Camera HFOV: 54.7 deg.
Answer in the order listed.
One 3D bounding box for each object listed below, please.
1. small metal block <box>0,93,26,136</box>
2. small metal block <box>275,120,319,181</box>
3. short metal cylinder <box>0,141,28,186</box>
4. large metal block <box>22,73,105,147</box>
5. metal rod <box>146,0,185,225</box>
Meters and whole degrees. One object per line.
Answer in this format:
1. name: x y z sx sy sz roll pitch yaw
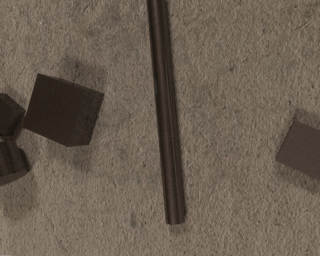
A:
1. small metal block: -0.252 -0.022 0.496 0.050 0.025 0.050 37 102 16
2. small metal block: 0.166 0.024 0.351 0.050 0.025 0.050 26 98 17
3. short metal cylinder: -0.249 0.059 0.465 0.080 0.080 0.050 -27 82 18
4. large metal block: -0.137 -0.025 0.442 0.080 0.050 0.080 20 97 18
5. metal rod: 0.007 -0.027 0.405 0.025 0.025 0.298 -6 88 19
